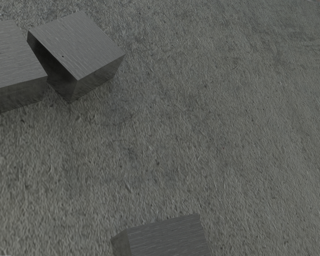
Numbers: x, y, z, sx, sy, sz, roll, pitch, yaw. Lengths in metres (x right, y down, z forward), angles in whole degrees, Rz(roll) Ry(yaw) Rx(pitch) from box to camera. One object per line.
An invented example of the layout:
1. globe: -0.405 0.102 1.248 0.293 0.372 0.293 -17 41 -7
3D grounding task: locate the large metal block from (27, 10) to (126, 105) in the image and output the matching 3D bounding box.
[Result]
1. large metal block: -0.105 -0.089 0.386 0.080 0.050 0.080 46 51 3

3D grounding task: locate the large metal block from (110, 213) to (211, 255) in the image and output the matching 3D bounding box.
1. large metal block: 0.004 0.137 0.306 0.081 0.050 0.080 -3 63 -30

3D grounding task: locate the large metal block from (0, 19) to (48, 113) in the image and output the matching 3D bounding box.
1. large metal block: -0.180 -0.062 0.329 0.081 0.050 0.080 -25 76 -37
